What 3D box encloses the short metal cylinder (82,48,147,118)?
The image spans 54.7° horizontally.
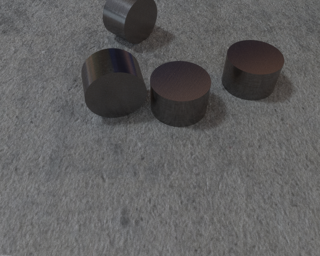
[{"bbox_3d":[-0.062,-0.059,0.416,0.081,0.080,0.050,-11,51,-9],"label":"short metal cylinder"}]

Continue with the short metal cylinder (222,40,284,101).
[{"bbox_3d":[0.136,-0.087,0.462,0.081,0.050,0.080,0,50,0],"label":"short metal cylinder"}]

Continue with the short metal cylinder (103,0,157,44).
[{"bbox_3d":[-0.050,-0.191,0.527,0.050,0.080,0.080,34,58,24],"label":"short metal cylinder"}]

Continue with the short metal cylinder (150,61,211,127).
[{"bbox_3d":[0.027,-0.048,0.427,0.081,0.050,0.080,0,50,0],"label":"short metal cylinder"}]
